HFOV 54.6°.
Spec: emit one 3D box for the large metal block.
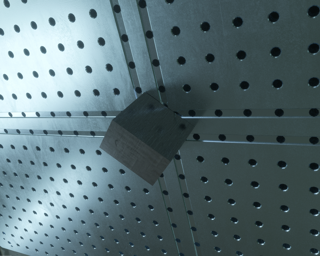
[{"bbox_3d":[-0.014,0.011,0.390,0.080,0.080,0.050,35,129,4],"label":"large metal block"}]
